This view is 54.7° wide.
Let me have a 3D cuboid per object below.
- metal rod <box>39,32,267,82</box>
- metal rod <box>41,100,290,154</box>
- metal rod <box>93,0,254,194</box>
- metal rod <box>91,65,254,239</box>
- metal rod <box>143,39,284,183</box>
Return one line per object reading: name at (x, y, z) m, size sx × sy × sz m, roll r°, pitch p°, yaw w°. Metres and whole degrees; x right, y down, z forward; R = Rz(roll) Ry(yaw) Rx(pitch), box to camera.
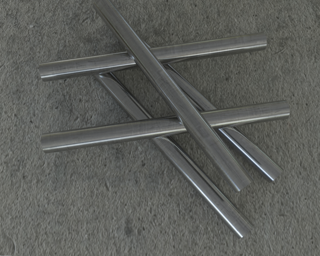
metal rod at (-0.006, -0.097, 0.418) m, size 0.302 × 0.025 × 0.025 m, roll -9°, pitch 71°, yaw -4°
metal rod at (0.010, -0.002, 0.384) m, size 0.302 × 0.025 × 0.025 m, roll -8°, pitch 70°, yaw -4°
metal rod at (0.006, -0.052, 0.376) m, size 0.025 × 0.025 × 0.299 m, roll -33°, pitch 74°, yaw -11°
metal rod at (0.003, 0.016, 0.403) m, size 0.025 × 0.025 × 0.300 m, roll -39°, pitch 75°, yaw -13°
metal rod at (0.044, -0.043, 0.425) m, size 0.025 × 0.025 × 0.300 m, roll -41°, pitch 75°, yaw -14°
